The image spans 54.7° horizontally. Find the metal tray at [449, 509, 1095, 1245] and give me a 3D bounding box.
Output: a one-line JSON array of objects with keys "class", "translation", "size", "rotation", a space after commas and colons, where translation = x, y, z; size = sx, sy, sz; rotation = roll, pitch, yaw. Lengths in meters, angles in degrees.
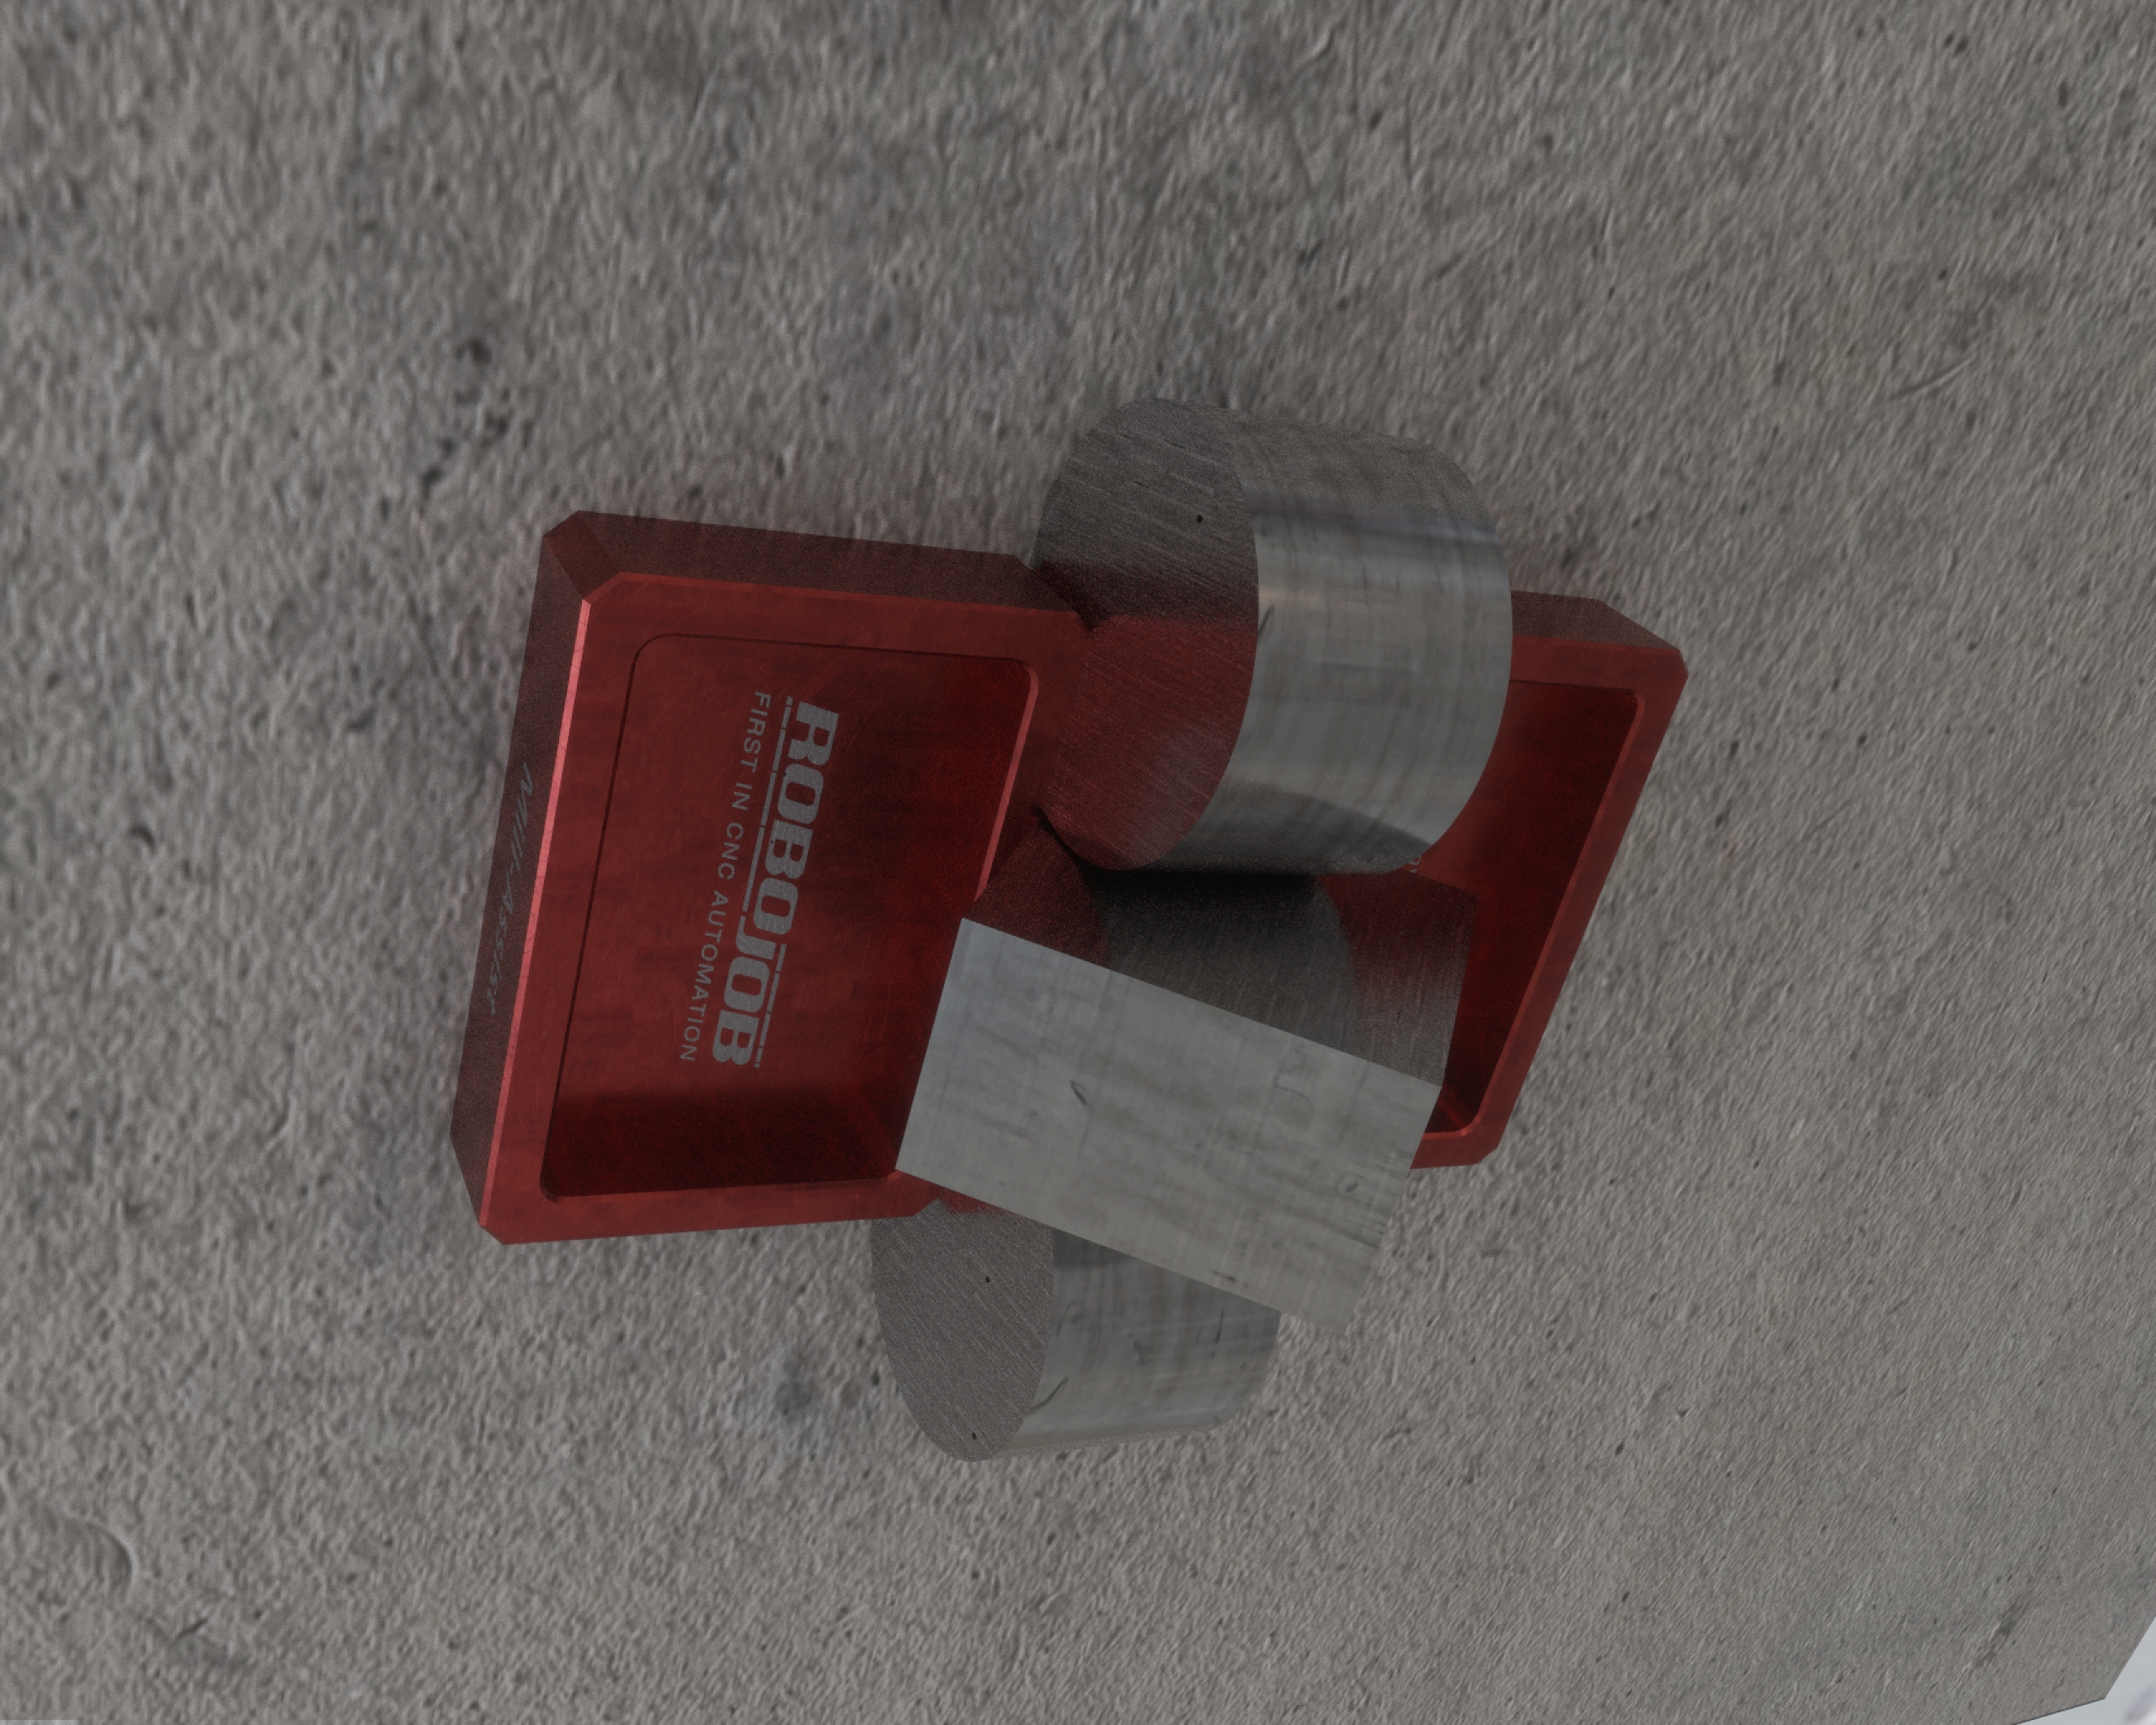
[{"class": "metal tray", "translation": [-0.057, 0.006, 0.378], "size": [0.091, 0.030, 0.129], "rotation": [1, 118, -29]}]

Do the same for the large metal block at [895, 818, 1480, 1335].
[{"class": "large metal block", "translation": [0.023, 0.029, 0.377], "size": [0.080, 0.080, 0.050], "rotation": [19, 115, 7]}]

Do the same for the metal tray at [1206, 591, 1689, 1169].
[{"class": "metal tray", "translation": [0.066, 0.006, 0.445], "size": [0.091, 0.030, 0.129], "rotation": [1, 118, -29]}]

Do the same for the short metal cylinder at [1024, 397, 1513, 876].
[{"class": "short metal cylinder", "translation": [0.030, -0.038, 0.366], "size": [0.050, 0.080, 0.079], "rotation": [2, 118, -30]}]

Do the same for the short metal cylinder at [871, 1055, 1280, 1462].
[{"class": "short metal cylinder", "translation": [-0.002, 0.076, 0.419], "size": [0.050, 0.080, 0.079], "rotation": [2, 118, -30]}]
